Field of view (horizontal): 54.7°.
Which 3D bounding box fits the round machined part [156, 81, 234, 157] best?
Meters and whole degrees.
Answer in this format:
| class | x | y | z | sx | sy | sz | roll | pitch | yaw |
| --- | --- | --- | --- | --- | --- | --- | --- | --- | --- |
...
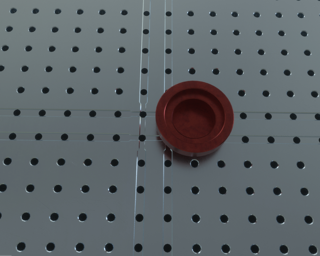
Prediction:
| class | x | y | z | sx | sy | sz | roll | pitch | yaw |
| --- | --- | --- | --- | --- | --- | --- | --- | --- | --- |
| round machined part | 0.044 | -0.010 | 0.407 | 0.099 | 0.042 | 0.098 | 0 | 70 | -1 |
